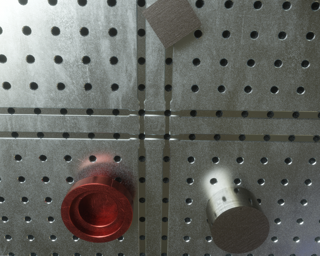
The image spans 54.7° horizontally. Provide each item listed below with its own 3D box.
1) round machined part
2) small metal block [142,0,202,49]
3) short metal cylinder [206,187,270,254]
[{"bbox_3d":[-0.087,0.111,0.444,0.099,0.042,0.097,0,110,-1],"label":"round machined part"},{"bbox_3d":[0.014,-0.130,0.366,0.050,0.025,0.050,-32,107,11],"label":"small metal block"},{"bbox_3d":[0.111,0.133,0.451,0.081,0.050,0.079,0,110,-1],"label":"short metal cylinder"}]
